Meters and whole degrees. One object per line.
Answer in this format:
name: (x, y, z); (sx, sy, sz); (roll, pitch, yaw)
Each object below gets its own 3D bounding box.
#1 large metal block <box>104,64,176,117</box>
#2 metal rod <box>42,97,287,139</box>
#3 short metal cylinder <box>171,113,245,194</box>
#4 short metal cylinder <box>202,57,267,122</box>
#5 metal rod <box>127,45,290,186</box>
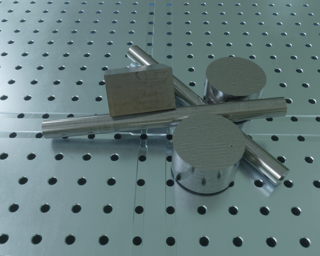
large metal block: (-0.028, -0.053, 0.407); (0.081, 0.050, 0.080); (-8, 16, -6)
metal rod: (0.003, -0.012, 0.391); (0.302, 0.025, 0.025); (-5, 50, 3)
short metal cylinder: (0.054, 0.029, 0.363); (0.081, 0.050, 0.080); (0, 50, 0)
short metal cylinder: (0.102, -0.055, 0.434); (0.081, 0.050, 0.080); (0, 50, 0)
metal rod: (0.049, -0.033, 0.432); (0.025, 0.025, 0.300); (-31, 57, -23)
